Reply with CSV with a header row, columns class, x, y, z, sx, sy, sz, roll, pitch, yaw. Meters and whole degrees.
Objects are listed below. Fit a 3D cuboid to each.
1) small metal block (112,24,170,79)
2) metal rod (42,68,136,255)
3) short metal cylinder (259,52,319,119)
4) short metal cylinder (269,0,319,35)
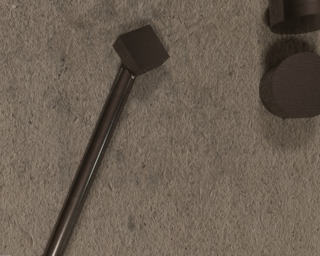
class,x,y,z,sx,sy,sz,roll,pitch,yaw
small metal block,-0.024,-0.099,0.399,0.050,0.025,0.050,-32,90,-31
metal rod,-0.098,0.064,0.408,0.025,0.025,0.299,22,90,-1
short metal cylinder,0.176,-0.052,0.400,0.081,0.050,0.079,0,90,-1
short metal cylinder,0.179,-0.153,0.385,0.081,0.080,0.050,-3,90,-1
